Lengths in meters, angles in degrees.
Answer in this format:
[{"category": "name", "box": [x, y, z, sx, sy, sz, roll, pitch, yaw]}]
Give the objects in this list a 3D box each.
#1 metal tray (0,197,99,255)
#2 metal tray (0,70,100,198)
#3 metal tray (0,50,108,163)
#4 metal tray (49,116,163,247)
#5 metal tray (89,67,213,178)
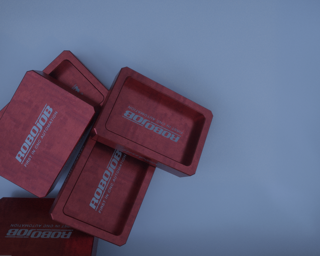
[{"category": "metal tray", "box": [-0.144, 0.133, 0.382, 0.131, 0.030, 0.090, 1, 48, 0]}, {"category": "metal tray", "box": [-0.144, 0.007, 0.376, 0.090, 0.030, 0.129, 31, 96, -4]}, {"category": "metal tray", "box": [-0.134, -0.025, 0.407, 0.130, 0.030, 0.090, -44, 90, 0]}, {"category": "metal tray", "box": [-0.061, 0.062, 0.373, 0.090, 0.030, 0.130, 29, 67, -16]}, {"category": "metal tray", "box": [-0.007, -0.005, 0.378, 0.131, 0.030, 0.090, 26, 70, -16]}]
